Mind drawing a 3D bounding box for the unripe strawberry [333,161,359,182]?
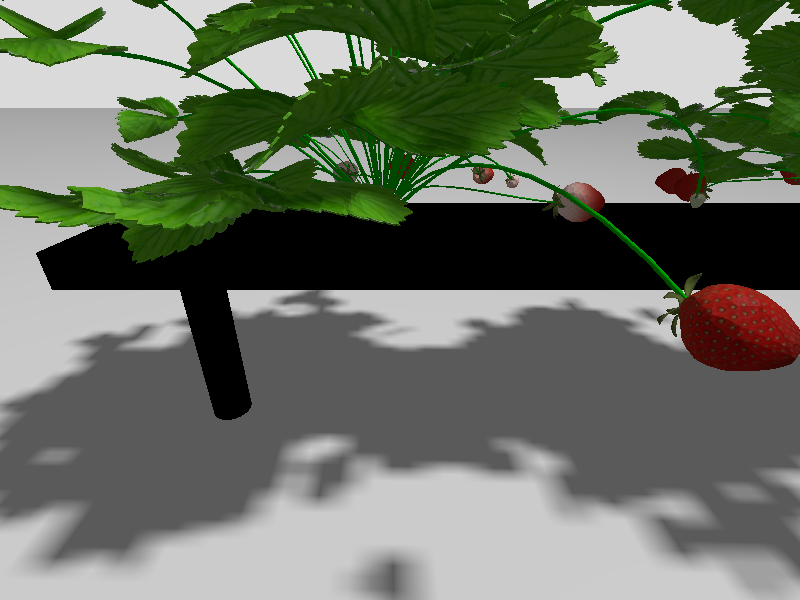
[{"bbox_3d":[-0.068,-0.156,0.491,0.032,0.027,0.032,-9,28,-16],"label":"unripe strawberry"}]

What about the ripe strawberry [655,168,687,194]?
[{"bbox_3d":[0.302,-0.133,0.446,0.028,0.028,0.031,20,33,34],"label":"ripe strawberry"}]

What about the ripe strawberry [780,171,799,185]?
[{"bbox_3d":[0.489,-0.158,0.492,0.035,0.032,0.032,9,28,17],"label":"ripe strawberry"}]

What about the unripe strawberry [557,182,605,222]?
[{"bbox_3d":[0.155,-0.085,0.346,0.039,0.033,0.039,1,27,1],"label":"unripe strawberry"}]

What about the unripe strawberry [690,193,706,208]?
[{"bbox_3d":[0.229,-0.076,0.308,0.011,0.011,0.010,4,28,8],"label":"unripe strawberry"}]

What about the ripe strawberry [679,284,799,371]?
[{"bbox_3d":[0.134,0.011,0.159,0.039,0.033,0.039,-18,37,-31],"label":"ripe strawberry"}]

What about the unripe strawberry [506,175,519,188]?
[{"bbox_3d":[0.135,-0.140,0.477,0.015,0.016,0.016,26,1,41],"label":"unripe strawberry"}]

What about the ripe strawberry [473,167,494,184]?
[{"bbox_3d":[0.104,-0.156,0.496,0.027,0.024,0.024,19,26,32],"label":"ripe strawberry"}]

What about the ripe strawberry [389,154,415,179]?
[{"bbox_3d":[0.004,-0.172,0.520,0.034,0.030,0.034,3,-2,5],"label":"ripe strawberry"}]

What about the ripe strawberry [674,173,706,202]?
[{"bbox_3d":[0.301,-0.118,0.417,0.027,0.028,0.025,14,30,26],"label":"ripe strawberry"}]
